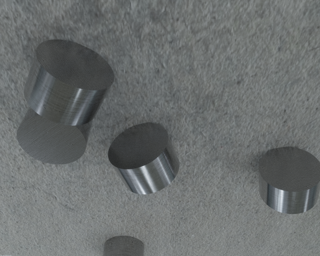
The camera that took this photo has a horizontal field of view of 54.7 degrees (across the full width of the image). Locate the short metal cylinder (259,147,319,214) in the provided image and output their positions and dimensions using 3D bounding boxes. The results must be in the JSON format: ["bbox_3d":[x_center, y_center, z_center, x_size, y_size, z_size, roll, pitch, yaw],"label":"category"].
[{"bbox_3d":[0.181,0.073,0.436,0.080,0.080,0.050,-9,130,7],"label":"short metal cylinder"}]

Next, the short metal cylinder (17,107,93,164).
[{"bbox_3d":[-0.129,0.000,0.389,0.081,0.050,0.079,0,130,0],"label":"short metal cylinder"}]

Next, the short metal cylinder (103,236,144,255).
[{"bbox_3d":[-0.072,0.256,0.608,0.081,0.050,0.079,0,130,0],"label":"short metal cylinder"}]

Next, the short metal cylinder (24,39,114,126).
[{"bbox_3d":[-0.096,-0.049,0.328,0.080,0.080,0.050,22,127,-18],"label":"short metal cylinder"}]

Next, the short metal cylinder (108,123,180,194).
[{"bbox_3d":[-0.020,0.039,0.404,0.080,0.080,0.050,-14,129,11],"label":"short metal cylinder"}]
